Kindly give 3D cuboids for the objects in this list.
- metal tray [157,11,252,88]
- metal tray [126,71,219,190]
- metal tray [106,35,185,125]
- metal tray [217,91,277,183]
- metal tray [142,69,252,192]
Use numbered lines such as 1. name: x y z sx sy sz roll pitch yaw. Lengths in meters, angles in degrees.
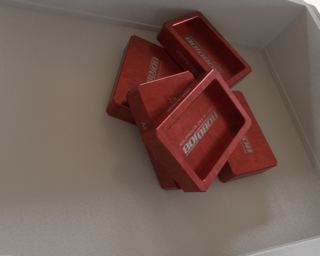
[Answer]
1. metal tray: 0.068 -0.113 0.470 0.091 0.030 0.130 -34 81 -39
2. metal tray: 0.022 0.001 0.390 0.091 0.030 0.129 -22 92 -36
3. metal tray: -0.015 -0.062 0.434 0.091 0.030 0.130 21 54 -16
4. metal tray: 0.106 0.008 0.457 0.091 0.030 0.130 -7 65 -32
5. metal tray: 0.050 0.001 0.370 0.090 0.030 0.131 52 56 -14
